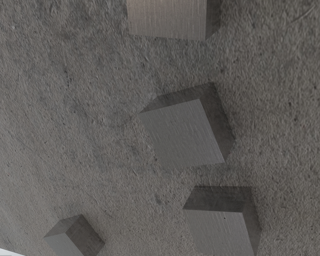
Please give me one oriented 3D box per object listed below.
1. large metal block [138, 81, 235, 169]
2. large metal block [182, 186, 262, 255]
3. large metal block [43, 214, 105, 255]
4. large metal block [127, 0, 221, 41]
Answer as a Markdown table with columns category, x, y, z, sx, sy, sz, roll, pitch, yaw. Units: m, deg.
| category | x | y | z | sx | sy | sz | roll | pitch | yaw |
| --- | --- | --- | --- | --- | --- | --- | --- | --- | --- |
| large metal block | 0.034 | -0.001 | 0.372 | 0.080 | 0.050 | 0.080 | -12 | 113 | 33 |
| large metal block | 0.087 | 0.127 | 0.424 | 0.080 | 0.050 | 0.080 | -6 | 116 | 31 |
| large metal block | -0.172 | 0.227 | 0.622 | 0.080 | 0.050 | 0.080 | -24 | 106 | 36 |
| large metal block | 0.014 | -0.134 | 0.300 | 0.080 | 0.050 | 0.079 | 12 | 123 | 22 |
